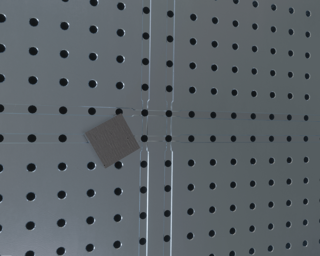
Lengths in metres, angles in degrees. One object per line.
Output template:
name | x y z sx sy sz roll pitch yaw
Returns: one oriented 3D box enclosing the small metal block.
small metal block | -0.061 0.015 0.390 0.050 0.025 0.050 -30 100 -17
